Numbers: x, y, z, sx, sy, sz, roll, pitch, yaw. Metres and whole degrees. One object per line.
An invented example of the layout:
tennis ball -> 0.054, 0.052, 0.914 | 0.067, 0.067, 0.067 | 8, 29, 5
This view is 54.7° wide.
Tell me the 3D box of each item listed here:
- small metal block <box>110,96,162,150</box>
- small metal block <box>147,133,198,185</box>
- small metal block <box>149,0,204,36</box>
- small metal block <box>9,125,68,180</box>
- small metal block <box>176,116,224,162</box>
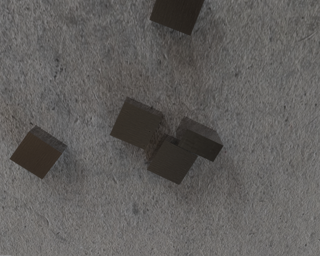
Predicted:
small metal block -> -0.031, -0.006, 0.407 | 0.050, 0.025, 0.050 | 24, 108, -9
small metal block -> 0.016, 0.043, 0.426 | 0.050, 0.025, 0.050 | 27, 108, -10
small metal block -> 0.020, -0.141, 0.358 | 0.050, 0.025, 0.050 | 19, 109, -7
small metal block -> -0.164, 0.033, 0.420 | 0.050, 0.025, 0.050 | 37, 106, -13
small metal block -> 0.050, 0.013, 0.402 | 0.050, 0.050, 0.025 | 25, 108, -9
